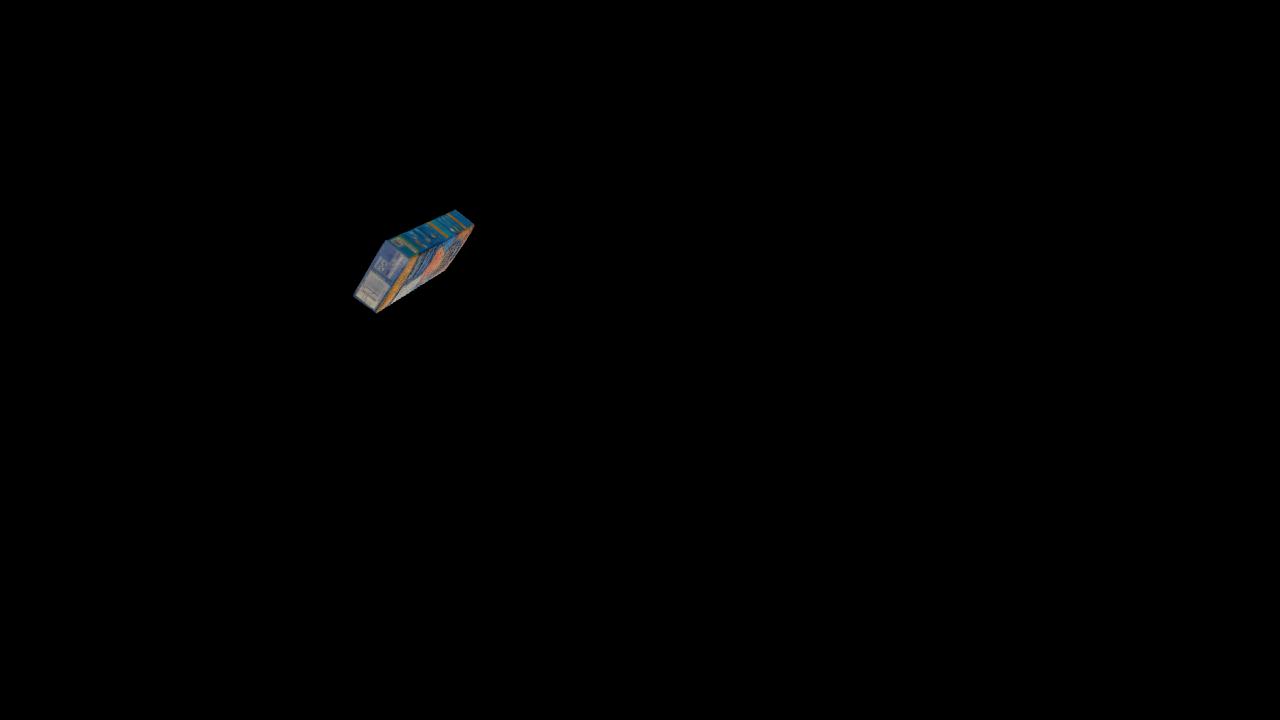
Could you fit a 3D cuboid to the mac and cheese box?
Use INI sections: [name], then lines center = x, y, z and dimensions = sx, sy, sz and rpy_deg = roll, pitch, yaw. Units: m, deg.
[mac and cheese box]
center = -0.286, -0.132, 0.794
dimensions = 0.041, 0.093, 0.184
rpy_deg = 38, 26, -8
